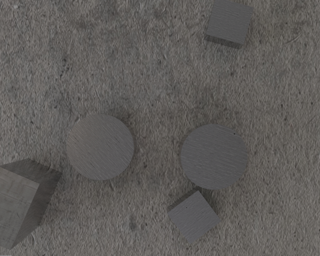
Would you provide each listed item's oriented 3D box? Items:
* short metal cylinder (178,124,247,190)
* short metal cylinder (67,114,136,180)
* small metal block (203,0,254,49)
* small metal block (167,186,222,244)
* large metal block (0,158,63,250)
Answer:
[{"bbox_3d":[0.065,0.035,0.398,0.081,0.050,0.080,0,90,0],"label":"short metal cylinder"},{"bbox_3d":[-0.072,0.023,0.397,0.081,0.050,0.080,0,90,0],"label":"short metal cylinder"},{"bbox_3d":[0.090,-0.138,0.411,0.050,0.025,0.050,15,90,0],"label":"small metal block"},{"bbox_3d":[0.044,0.115,0.411,0.050,0.025,0.050,-37,90,0],"label":"small metal block"},{"bbox_3d":[-0.172,0.088,0.381,0.050,0.080,0.080,24,90,0],"label":"large metal block"}]
